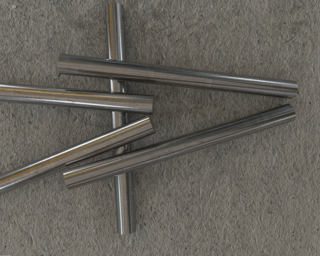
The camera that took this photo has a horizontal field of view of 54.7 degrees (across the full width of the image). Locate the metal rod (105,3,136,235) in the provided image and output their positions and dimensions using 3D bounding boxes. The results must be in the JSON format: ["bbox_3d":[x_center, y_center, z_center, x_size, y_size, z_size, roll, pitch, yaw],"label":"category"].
[{"bbox_3d":[-0.052,-0.012,0.410,0.025,0.025,0.298,-3,90,-1],"label":"metal rod"}]

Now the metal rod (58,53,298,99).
[{"bbox_3d":[0.028,-0.065,0.395,0.302,0.025,0.025,5,90,-7],"label":"metal rod"}]

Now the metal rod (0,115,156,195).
[{"bbox_3d":[-0.149,0.050,0.395,0.301,0.025,0.025,-22,90,5],"label":"metal rod"}]

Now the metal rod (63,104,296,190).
[{"bbox_3d":[0.030,0.022,0.396,0.302,0.025,0.025,-16,90,-7],"label":"metal rod"}]

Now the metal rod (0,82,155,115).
[{"bbox_3d":[-0.157,-0.042,0.395,0.302,0.025,0.025,5,90,5],"label":"metal rod"}]
